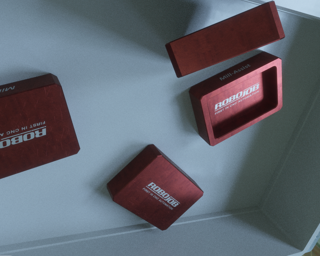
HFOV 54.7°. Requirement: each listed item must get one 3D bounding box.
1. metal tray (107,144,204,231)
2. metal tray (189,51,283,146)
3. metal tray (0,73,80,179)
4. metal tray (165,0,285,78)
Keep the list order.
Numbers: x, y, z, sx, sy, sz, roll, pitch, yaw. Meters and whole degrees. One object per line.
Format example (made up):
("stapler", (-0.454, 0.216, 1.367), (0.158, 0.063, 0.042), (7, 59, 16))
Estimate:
("metal tray", (-0.003, 0.092, 0.461), (0.090, 0.030, 0.130), (-44, 129, 2))
("metal tray", (0.112, -0.041, 0.440), (0.131, 0.030, 0.090), (-27, 128, -11))
("metal tray", (-0.159, 0.004, 0.321), (0.131, 0.030, 0.089), (-18, 126, -18))
("metal tray", (0.060, -0.084, 0.306), (0.090, 0.130, 0.030), (-19, 100, 13))
